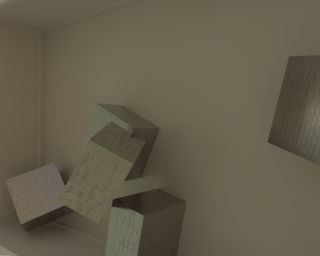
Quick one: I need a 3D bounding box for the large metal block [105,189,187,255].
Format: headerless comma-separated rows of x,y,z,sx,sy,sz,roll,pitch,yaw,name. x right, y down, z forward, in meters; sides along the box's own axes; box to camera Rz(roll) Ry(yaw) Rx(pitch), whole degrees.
-0.017,0.127,0.383,0.050,0.081,0.079,15,100,38,large metal block

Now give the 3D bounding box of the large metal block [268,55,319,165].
0.140,-0.014,0.250,0.080,0.050,0.079,-139,59,-72,large metal block

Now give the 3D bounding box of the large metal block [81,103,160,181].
-0.058,0.019,0.436,0.080,0.050,0.079,31,109,35,large metal block

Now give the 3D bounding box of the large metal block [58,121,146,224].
-0.063,0.047,0.357,0.050,0.080,0.080,30,106,-2,large metal block

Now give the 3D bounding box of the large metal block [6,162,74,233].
-0.201,0.116,0.524,0.080,0.081,0.050,58,155,23,large metal block
